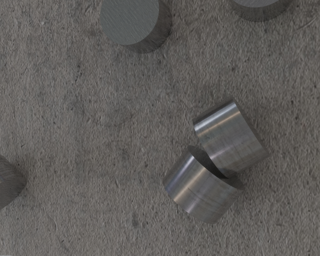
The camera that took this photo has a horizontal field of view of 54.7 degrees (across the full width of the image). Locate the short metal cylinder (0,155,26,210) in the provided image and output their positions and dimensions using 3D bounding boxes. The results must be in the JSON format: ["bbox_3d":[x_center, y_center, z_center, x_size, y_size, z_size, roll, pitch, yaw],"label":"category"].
[{"bbox_3d":[-0.256,0.087,0.470,0.050,0.080,0.080,42,103,15],"label":"short metal cylinder"}]

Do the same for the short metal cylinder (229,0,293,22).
[{"bbox_3d":[0.115,-0.169,0.355,0.080,0.050,0.080,0,90,20],"label":"short metal cylinder"}]

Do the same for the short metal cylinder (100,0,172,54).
[{"bbox_3d":[-0.030,-0.143,0.406,0.080,0.050,0.080,0,90,20],"label":"short metal cylinder"}]

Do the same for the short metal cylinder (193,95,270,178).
[{"bbox_3d":[0.081,0.010,0.351,0.050,0.080,0.080,-33,80,17],"label":"short metal cylinder"}]

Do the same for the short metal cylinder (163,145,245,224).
[{"bbox_3d":[0.050,0.064,0.362,0.080,0.080,0.050,39,102,16],"label":"short metal cylinder"}]
